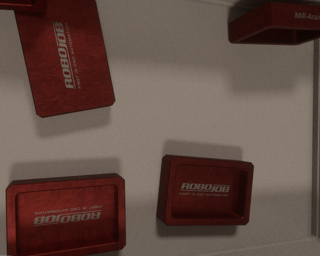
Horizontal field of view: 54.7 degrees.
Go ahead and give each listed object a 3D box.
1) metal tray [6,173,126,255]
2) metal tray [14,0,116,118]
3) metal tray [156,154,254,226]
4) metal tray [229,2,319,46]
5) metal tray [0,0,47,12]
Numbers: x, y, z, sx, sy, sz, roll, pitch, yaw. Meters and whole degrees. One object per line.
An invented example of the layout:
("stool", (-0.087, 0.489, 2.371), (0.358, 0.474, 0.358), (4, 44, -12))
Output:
("metal tray", (-0.108, 0.104, 0.368), (0.131, 0.030, 0.089), (-1, 91, -21))
("metal tray", (-0.111, -0.083, 0.367), (0.091, 0.030, 0.129), (-12, 94, -20))
("metal tray", (0.065, 0.087, 0.433), (0.131, 0.030, 0.089), (7, 88, -20))
("metal tray", (0.178, -0.145, 0.443), (0.131, 0.090, 0.030), (-4, 92, -20))
("metal tray", (-0.179, -0.153, 0.285), (0.131, 0.090, 0.030), (-1, 70, -12))
